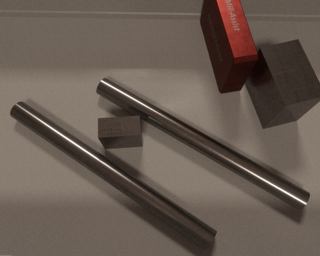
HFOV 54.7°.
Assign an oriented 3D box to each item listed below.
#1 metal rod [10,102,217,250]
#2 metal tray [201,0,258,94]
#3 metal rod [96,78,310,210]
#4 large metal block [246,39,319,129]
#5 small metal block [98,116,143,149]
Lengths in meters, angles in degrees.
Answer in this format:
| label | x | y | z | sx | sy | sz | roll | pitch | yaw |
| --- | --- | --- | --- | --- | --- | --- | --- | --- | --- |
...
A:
| label | x | y | z | sx | sy | sz | roll | pitch | yaw |
| --- | --- | --- | --- | --- | --- | --- | --- | --- | --- |
| metal rod | -0.066 | 0.053 | 0.389 | 0.301 | 0.025 | 0.025 | 32 | 73 | 10 |
| metal tray | 0.089 | -0.124 | 0.421 | 0.030 | 0.090 | 0.129 | -10 | 70 | -4 |
| metal rod | 0.048 | 0.016 | 0.404 | 0.301 | 0.025 | 0.025 | 30 | 73 | 10 |
| large metal block | 0.156 | -0.054 | 0.402 | 0.050 | 0.080 | 0.080 | -14 | 71 | -5 |
| small metal block | -0.049 | 0.007 | 0.393 | 0.050 | 0.050 | 0.025 | -4 | 70 | -2 |
